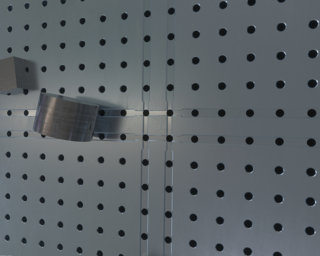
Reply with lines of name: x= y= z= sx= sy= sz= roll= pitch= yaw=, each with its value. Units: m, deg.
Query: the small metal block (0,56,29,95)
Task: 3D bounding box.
small metal block: x=-0.243 y=-0.083 z=0.498 sx=0.050 sy=0.025 sz=0.050 roll=-8 pitch=87 yaw=19

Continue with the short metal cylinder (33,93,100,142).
short metal cylinder: x=-0.129 y=-0.016 z=0.429 sx=0.080 sy=0.080 sz=0.050 roll=15 pitch=95 yaw=19
